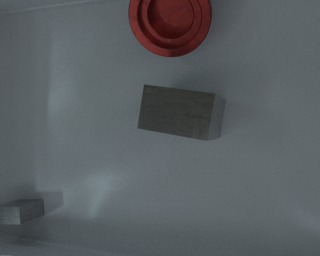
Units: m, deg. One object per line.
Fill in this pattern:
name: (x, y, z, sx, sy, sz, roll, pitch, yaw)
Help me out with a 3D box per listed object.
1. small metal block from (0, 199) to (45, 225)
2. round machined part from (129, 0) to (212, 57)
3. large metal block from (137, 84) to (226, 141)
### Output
small metal block: (-0.214, 0.126, 0.471, 0.050, 0.050, 0.025, -5, 88, 19)
round machined part: (0.015, -0.141, 0.380, 0.098, 0.042, 0.097, 6, 123, 9)
large metal block: (0.029, -0.018, 0.370, 0.080, 0.080, 0.050, 10, 94, 19)
